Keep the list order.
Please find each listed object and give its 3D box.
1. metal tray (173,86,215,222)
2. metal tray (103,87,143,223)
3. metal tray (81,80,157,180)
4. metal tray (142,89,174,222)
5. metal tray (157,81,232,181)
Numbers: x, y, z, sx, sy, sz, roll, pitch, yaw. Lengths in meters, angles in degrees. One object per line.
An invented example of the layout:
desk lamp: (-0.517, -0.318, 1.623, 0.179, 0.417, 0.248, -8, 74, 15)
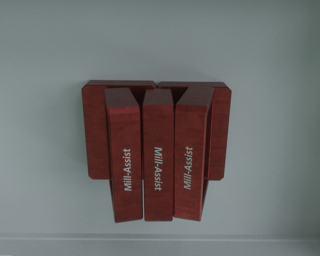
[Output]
metal tray: (0.039, 0.025, 0.350, 0.030, 0.090, 0.129, 5, 111, 13)
metal tray: (-0.042, 0.027, 0.349, 0.030, 0.090, 0.129, -4, 111, -12)
metal tray: (-0.050, 0.004, 0.407, 0.091, 0.030, 0.129, 0, 110, -1)
metal tray: (-0.002, 0.027, 0.351, 0.030, 0.090, 0.129, 0, 108, 0)
metal tray: (0.041, 0.006, 0.409, 0.091, 0.030, 0.129, 0, 110, -1)
